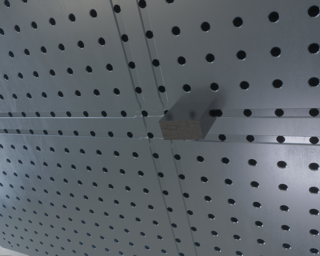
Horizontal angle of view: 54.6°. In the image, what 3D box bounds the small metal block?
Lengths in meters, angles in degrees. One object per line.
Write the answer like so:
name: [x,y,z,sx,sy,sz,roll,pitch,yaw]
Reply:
small metal block: [0.034,-0.009,0.372,0.050,0.050,0.025,-2,118,29]
